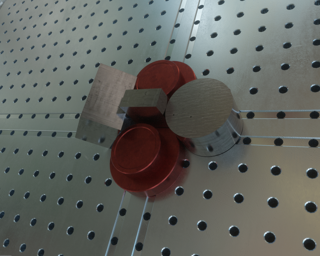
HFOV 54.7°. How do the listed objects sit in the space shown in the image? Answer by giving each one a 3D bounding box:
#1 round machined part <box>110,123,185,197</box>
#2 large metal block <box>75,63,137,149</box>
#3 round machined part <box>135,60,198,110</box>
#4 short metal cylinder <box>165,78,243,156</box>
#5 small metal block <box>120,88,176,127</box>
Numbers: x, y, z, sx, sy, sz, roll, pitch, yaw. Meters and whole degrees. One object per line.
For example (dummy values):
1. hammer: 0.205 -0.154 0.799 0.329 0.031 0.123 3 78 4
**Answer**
1. round machined part: -0.022 0.033 0.389 0.098 0.042 0.098 -13 56 21
2. large metal block: -0.075 -0.027 0.422 0.050 0.080 0.080 20 65 -12
3. round machined part: 0.003 -0.056 0.430 0.098 0.042 0.098 -13 56 21
4. short metal cylinder: 0.053 -0.012 0.371 0.080 0.050 0.080 -13 56 21
5. small metal block: -0.013 -0.024 0.385 0.050 0.050 0.025 1 63 29
